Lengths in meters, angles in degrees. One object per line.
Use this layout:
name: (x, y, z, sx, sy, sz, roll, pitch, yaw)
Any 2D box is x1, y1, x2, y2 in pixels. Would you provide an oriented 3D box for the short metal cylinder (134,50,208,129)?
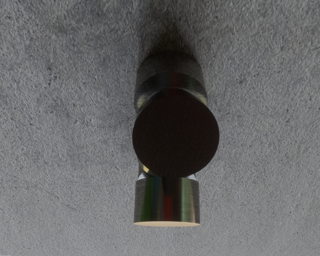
short metal cylinder: (0.012, -0.042, 0.357, 0.081, 0.050, 0.079, 0, 130, 0)

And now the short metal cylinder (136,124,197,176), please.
short metal cylinder: (0.011, 0.017, 0.388, 0.081, 0.080, 0.050, 1, 130, -1)

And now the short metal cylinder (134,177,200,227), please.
short metal cylinder: (0.009, 0.094, 0.385, 0.080, 0.050, 0.080, 1, 158, 1)

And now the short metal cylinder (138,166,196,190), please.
short metal cylinder: (0.010, 0.061, 0.444, 0.081, 0.050, 0.079, 0, 130, 0)

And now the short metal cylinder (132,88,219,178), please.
short metal cylinder: (0.014, 0.003, 0.310, 0.081, 0.050, 0.079, 0, 105, -1)
